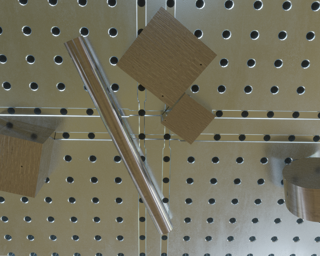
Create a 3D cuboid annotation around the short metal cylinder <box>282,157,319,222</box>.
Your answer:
[{"bbox_3d":[0.210,0.081,0.417,0.080,0.080,0.050,-12,110,4],"label":"short metal cylinder"}]

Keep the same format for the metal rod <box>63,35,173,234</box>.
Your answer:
[{"bbox_3d":[-0.048,0.023,0.421,0.025,0.025,0.299,-21,109,7],"label":"metal rod"}]

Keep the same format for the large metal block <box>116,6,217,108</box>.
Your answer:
[{"bbox_3d":[0.007,-0.085,0.369,0.080,0.050,0.080,38,106,-13],"label":"large metal block"}]

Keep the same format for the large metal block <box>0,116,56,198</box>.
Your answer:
[{"bbox_3d":[-0.193,0.037,0.411,0.081,0.050,0.079,14,109,-6],"label":"large metal block"}]

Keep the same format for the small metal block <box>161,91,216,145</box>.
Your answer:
[{"bbox_3d":[0.036,-0.015,0.409,0.050,0.025,0.050,36,106,-13],"label":"small metal block"}]
